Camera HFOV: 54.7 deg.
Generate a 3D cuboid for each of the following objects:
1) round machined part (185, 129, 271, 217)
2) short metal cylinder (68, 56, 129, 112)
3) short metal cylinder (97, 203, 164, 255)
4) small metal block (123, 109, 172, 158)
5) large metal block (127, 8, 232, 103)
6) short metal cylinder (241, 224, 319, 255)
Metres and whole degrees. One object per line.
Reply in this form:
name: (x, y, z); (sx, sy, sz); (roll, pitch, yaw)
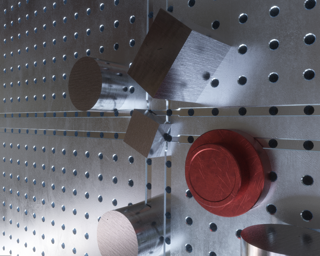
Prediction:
round machined part: (0.067, 0.050, 0.343); (0.098, 0.042, 0.097); (0, 90, 40)
short metal cylinder: (-0.094, -0.064, 0.471); (0.080, 0.050, 0.080); (0, 90, 40)
short metal cylinder: (-0.042, 0.149, 0.428); (0.080, 0.050, 0.080); (0, 90, 40)
small metal block: (-0.018, 0.007, 0.425); (0.050, 0.025, 0.050); (32, 110, 35)
large metal block: (0.023, -0.078, 0.355); (0.050, 0.081, 0.080); (46, 118, 30)
short metal cylinder: (0.114, 0.124, 0.279); (0.080, 0.081, 0.050); (0, 90, 40)
